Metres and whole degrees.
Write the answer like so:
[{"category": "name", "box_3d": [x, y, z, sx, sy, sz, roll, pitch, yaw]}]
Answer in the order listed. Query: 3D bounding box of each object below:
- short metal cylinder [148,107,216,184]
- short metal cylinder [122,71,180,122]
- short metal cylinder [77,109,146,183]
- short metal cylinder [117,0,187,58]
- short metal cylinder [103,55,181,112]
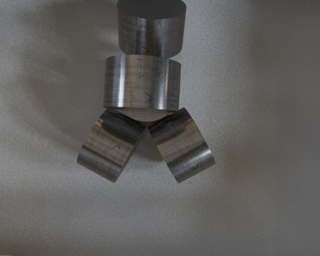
[{"category": "short metal cylinder", "box_3d": [0.026, 0.021, 0.382, 0.050, 0.080, 0.080, -29, 90, 1]}, {"category": "short metal cylinder", "box_3d": [-0.016, -0.047, 0.396, 0.081, 0.050, 0.080, 0, 90, 0]}, {"category": "short metal cylinder", "box_3d": [-0.058, 0.021, 0.381, 0.050, 0.080, 0.080, 29, 90, 0]}, {"category": "short metal cylinder", "box_3d": [-0.011, -0.125, 0.376, 0.080, 0.080, 0.050, 4, 133, 0]}, {"category": "short metal cylinder", "box_3d": [-0.019, -0.044, 0.332, 0.080, 0.080, 0.050, 3, 90, 0]}]
